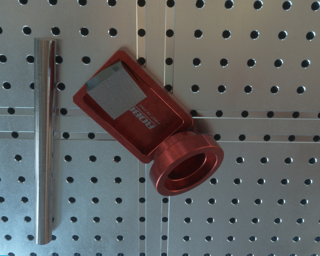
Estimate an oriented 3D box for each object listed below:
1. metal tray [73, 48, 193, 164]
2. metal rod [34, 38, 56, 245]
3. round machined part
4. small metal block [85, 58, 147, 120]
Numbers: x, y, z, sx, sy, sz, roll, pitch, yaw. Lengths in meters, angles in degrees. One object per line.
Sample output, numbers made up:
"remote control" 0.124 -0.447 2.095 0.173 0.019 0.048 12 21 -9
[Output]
"metal tray" -0.033 -0.026 0.400 0.090 0.030 0.130 -43 105 14
"metal rod" -0.158 0.032 0.422 0.025 0.025 0.298 7 110 -3
"round machined part" 0.030 0.042 0.403 0.099 0.042 0.097 -21 143 -16
"small metal block" -0.052 -0.046 0.371 0.050 0.025 0.050 -34 129 7
